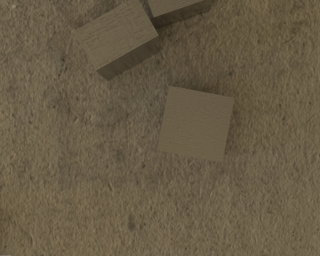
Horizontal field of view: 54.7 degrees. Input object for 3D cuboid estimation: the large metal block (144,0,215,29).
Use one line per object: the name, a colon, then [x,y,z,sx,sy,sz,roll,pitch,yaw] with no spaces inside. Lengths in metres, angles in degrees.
large metal block: [0.017,-0.184,0.398,0.080,0.050,0.080,-19,90,-1]

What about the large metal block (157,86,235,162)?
large metal block: [0.043,-0.005,0.398,0.080,0.050,0.080,11,90,-1]

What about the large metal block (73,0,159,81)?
large metal block: [-0.049,-0.105,0.382,0.080,0.080,0.050,-30,90,0]
